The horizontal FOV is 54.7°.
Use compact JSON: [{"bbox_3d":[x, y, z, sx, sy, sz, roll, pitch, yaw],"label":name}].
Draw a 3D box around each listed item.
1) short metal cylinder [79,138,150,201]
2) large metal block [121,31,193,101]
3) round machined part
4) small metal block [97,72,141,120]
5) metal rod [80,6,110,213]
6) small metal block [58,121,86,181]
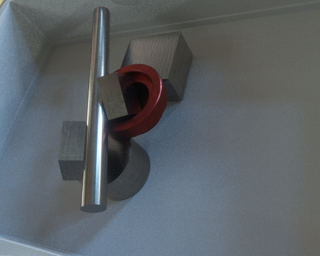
[{"bbox_3d":[-0.059,0.045,0.390,0.080,0.050,0.080,-13,56,20],"label":"short metal cylinder"},{"bbox_3d":[-0.006,-0.085,0.440,0.080,0.050,0.080,0,62,28],"label":"large metal block"},{"bbox_3d":[-0.034,-0.029,0.390,0.098,0.042,0.098,-13,56,20],"label":"round machined part"},{"bbox_3d":[-0.047,-0.038,0.373,0.025,0.050,0.050,-15,90,16],"label":"small metal block"},{"bbox_3d":[-0.076,-0.047,0.381,0.025,0.025,0.299,-17,55,18],"label":"metal rod"},{"bbox_3d":[-0.098,0.027,0.354,0.025,0.050,0.050,2,56,-10],"label":"small metal block"}]
